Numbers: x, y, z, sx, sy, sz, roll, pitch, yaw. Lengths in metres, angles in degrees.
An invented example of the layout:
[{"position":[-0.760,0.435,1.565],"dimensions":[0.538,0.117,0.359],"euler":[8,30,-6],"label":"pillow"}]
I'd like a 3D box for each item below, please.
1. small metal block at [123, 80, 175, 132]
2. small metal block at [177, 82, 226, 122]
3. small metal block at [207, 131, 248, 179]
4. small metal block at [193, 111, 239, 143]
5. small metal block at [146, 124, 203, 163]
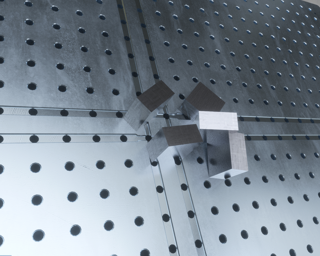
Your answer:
[{"position":[-0.015,-0.029,0.401],"dimensions":[0.025,0.050,0.050],"euler":[46,51,3],"label":"small metal block"},{"position":[0.062,-0.033,0.461],"dimensions":[0.050,0.025,0.050],"euler":[40,51,-1],"label":"small metal block"},{"position":[0.088,0.037,0.412],"dimensions":[0.025,0.050,0.050],"euler":[10,65,-23],"label":"small metal block"},{"position":[0.073,0.000,0.420],"dimensions":[0.050,0.050,0.025],"euler":[2,67,-5],"label":"small metal block"},{"position":[0.017,0.020,0.389],"dimensions":[0.050,0.050,0.025],"euler":[-6,65,-31],"label":"small metal block"}]
